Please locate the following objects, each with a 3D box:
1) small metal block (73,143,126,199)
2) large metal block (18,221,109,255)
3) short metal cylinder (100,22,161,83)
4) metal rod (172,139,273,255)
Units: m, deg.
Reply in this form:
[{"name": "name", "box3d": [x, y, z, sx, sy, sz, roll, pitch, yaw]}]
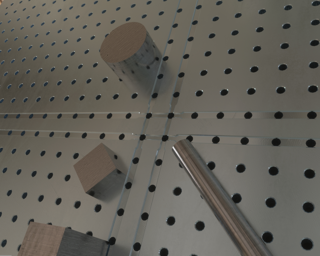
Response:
[{"name": "small metal block", "box3d": [-0.081, 0.057, 0.415, 0.050, 0.025, 0.050, -39, 51, 1]}, {"name": "large metal block", "box3d": [-0.108, 0.153, 0.334, 0.050, 0.080, 0.080, -1, 61, 27]}, {"name": "short metal cylinder", "box3d": [-0.046, -0.119, 0.488, 0.080, 0.050, 0.080, -13, 56, 20]}, {"name": "metal rod", "box3d": [0.091, 0.120, 0.286, 0.025, 0.025, 0.300, -37, 51, 3]}]
